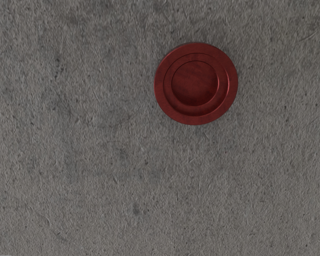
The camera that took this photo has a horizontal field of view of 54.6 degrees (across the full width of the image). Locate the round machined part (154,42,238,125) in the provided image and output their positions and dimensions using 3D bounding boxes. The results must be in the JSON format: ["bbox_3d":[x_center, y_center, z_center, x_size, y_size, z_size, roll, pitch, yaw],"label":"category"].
[{"bbox_3d":[0.042,-0.056,0.380,0.099,0.042,0.097,0,110,0],"label":"round machined part"}]
